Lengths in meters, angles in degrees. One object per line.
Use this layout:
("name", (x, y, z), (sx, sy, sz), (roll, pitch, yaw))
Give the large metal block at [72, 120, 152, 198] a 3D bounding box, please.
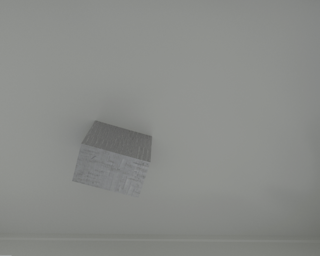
("large metal block", (-0.057, 0.037, 0.395), (0.080, 0.080, 0.050), (16, 109, -6))
